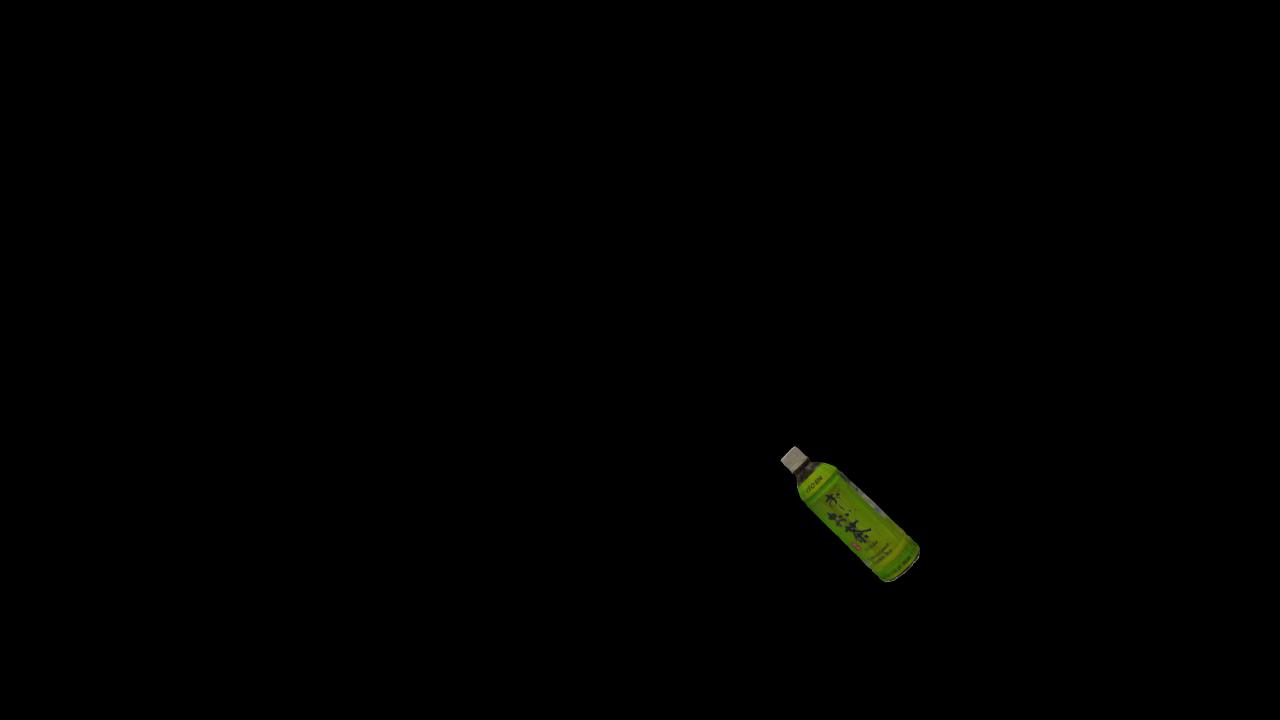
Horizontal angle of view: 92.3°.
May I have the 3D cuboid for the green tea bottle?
[{"bbox_3d":[0.284,0.205,0.855,0.212,0.073,0.073,46,15,15],"label":"green tea bottle"}]
